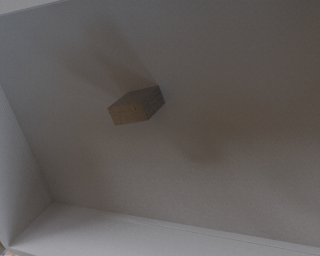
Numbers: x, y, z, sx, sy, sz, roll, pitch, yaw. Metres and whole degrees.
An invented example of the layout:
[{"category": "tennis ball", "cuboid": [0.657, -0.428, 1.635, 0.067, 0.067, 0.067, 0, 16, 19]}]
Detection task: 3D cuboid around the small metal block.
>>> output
[{"category": "small metal block", "cuboid": [-0.029, -0.028, 0.391, 0.050, 0.050, 0.025, -8, 114, 32]}]
